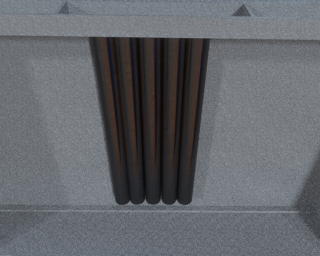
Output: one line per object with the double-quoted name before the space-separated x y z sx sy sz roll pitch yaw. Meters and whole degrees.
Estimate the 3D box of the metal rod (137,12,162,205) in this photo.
"metal rod" -0.011 0.001 0.408 0.025 0.025 0.298 0 130 0

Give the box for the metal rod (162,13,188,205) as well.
"metal rod" 0.015 0.002 0.409 0.025 0.025 0.298 0 130 0

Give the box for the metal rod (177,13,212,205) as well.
"metal rod" 0.040 0.002 0.409 0.025 0.025 0.298 0 130 0

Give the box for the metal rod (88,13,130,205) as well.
"metal rod" -0.060 0.002 0.408 0.025 0.025 0.298 0 130 0

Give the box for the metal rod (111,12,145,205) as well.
"metal rod" -0.036 0.001 0.408 0.025 0.025 0.298 0 130 0
